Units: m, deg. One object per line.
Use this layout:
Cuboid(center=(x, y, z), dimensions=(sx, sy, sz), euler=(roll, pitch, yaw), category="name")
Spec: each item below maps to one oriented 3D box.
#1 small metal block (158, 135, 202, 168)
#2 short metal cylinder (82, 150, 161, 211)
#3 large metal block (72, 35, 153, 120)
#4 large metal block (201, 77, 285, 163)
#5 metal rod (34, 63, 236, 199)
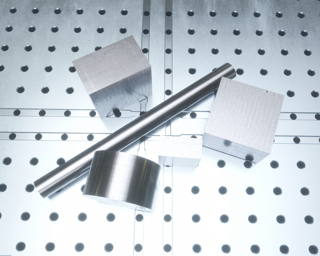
Cuboid(center=(0.024, 0.031, 0.388), dimensions=(0.050, 0.050, 0.025), euler=(5, 70, 1), category="small metal block")
Cuboid(center=(-0.043, 0.062, 0.359), dimensions=(0.080, 0.080, 0.050), euler=(11, 71, 3), category="short metal cylinder")
Cuboid(center=(-0.058, -0.063, 0.406), dimensions=(0.080, 0.080, 0.050), euler=(-27, 73, -10), category="large metal block")
Cuboid(center=(0.104, -0.009, 0.400), dimensions=(0.080, 0.050, 0.080), euler=(18, 71, 6), category="large metal block")
Cuboid(center=(-0.024, -0.003, 0.412), dimensions=(0.301, 0.025, 0.025), euler=(-33, 74, -12), category="metal rod")
